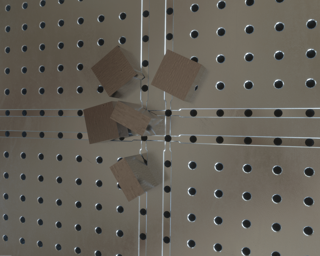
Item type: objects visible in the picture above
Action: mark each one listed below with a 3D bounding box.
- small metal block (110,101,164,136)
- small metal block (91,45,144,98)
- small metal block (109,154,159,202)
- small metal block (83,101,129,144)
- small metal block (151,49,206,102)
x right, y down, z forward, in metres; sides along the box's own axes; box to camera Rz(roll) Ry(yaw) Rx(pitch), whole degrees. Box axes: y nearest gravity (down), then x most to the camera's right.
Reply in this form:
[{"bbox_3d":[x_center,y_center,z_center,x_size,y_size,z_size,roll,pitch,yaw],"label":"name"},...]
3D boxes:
[{"bbox_3d":[-0.029,-0.012,0.409,0.050,0.050,0.025,28,99,17],"label":"small metal block"},{"bbox_3d":[-0.059,-0.077,0.432,0.050,0.025,0.050,-37,79,16],"label":"small metal block"},{"bbox_3d":[-0.033,0.064,0.410,0.025,0.050,0.050,-34,79,17],"label":"small metal block"},{"bbox_3d":[-0.076,-0.007,0.436,0.050,0.025,0.050,-13,86,25],"label":"small metal block"},{"bbox_3d":[0.024,-0.067,0.403,0.050,0.025,0.050,29,99,17],"label":"small metal block"}]
